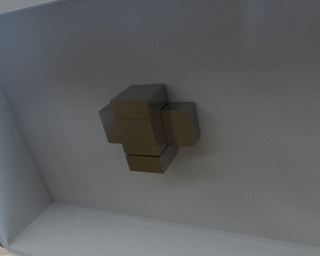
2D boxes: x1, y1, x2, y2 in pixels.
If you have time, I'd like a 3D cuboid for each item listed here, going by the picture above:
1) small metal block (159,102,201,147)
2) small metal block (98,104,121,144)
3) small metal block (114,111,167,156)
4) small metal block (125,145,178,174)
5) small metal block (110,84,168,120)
[{"bbox_3d":[0.020,-0.005,0.393,0.050,0.025,0.050,1,119,27],"label":"small metal block"},{"bbox_3d":[-0.051,-0.006,0.429,0.050,0.025,0.050,1,119,28],"label":"small metal block"},{"bbox_3d":[-0.023,0.006,0.389,0.050,0.025,0.050,1,119,27],"label":"small metal block"},{"bbox_3d":[-0.010,0.035,0.415,0.050,0.050,0.025,1,119,27],"label":"small metal block"},{"bbox_3d":[-0.025,-0.033,0.382,0.050,0.050,0.025,1,119,27],"label":"small metal block"}]
